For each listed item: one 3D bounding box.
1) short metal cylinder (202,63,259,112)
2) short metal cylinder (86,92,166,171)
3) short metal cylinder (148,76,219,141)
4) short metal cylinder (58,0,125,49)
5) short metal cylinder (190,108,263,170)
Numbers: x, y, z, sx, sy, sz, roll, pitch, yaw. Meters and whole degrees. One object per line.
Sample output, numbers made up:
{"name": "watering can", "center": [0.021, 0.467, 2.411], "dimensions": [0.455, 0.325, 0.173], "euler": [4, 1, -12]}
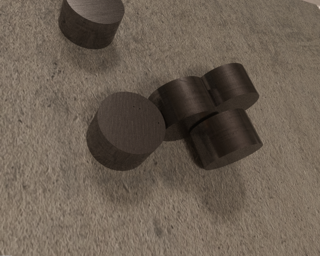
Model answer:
{"name": "short metal cylinder", "center": [0.096, -0.050, 0.453], "dimensions": [0.081, 0.080, 0.050], "euler": [-8, 66, -32]}
{"name": "short metal cylinder", "center": [-0.041, 0.004, 0.365], "dimensions": [0.081, 0.050, 0.080], "euler": [14, 56, -21]}
{"name": "short metal cylinder", "center": [0.029, -0.023, 0.400], "dimensions": [0.081, 0.080, 0.050], "euler": [-9, 67, -33]}
{"name": "short metal cylinder", "center": [-0.096, -0.158, 0.433], "dimensions": [0.081, 0.050, 0.080], "euler": [14, 56, -21]}
{"name": "short metal cylinder", "center": [0.086, 0.016, 0.407], "dimensions": [0.081, 0.080, 0.050], "euler": [-9, 67, -32]}
